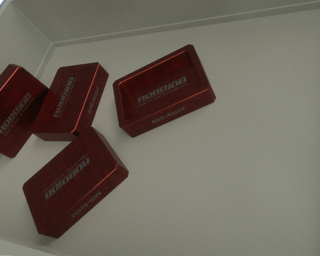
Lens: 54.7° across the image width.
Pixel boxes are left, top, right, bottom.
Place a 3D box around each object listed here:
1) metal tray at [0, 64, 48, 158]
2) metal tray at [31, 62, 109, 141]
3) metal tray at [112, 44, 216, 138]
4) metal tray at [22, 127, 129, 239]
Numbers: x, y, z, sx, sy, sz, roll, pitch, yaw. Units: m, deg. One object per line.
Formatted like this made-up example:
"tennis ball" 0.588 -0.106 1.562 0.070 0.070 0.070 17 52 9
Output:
"metal tray" -0.240 -0.026 0.503 0.030 0.090 0.130 22 73 36
"metal tray" -0.144 -0.043 0.502 0.090 0.030 0.130 -1 61 27
"metal tray" 0.002 -0.052 0.432 0.130 0.030 0.090 -24 53 13
"metal tray" -0.116 0.071 0.418 0.130 0.030 0.090 -42 51 -1
